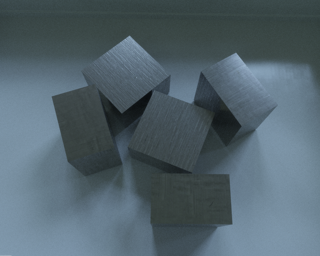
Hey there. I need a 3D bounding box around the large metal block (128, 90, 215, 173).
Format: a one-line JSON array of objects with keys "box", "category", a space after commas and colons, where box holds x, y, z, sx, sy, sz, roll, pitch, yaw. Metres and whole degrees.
[{"box": [0.015, 0.010, 0.391, 0.080, 0.050, 0.080, 21, 71, 7], "category": "large metal block"}]

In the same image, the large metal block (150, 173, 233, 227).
[{"box": [0.031, 0.084, 0.349, 0.081, 0.080, 0.050, 1, 70, 0], "category": "large metal block"}]

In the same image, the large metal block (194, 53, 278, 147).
[{"box": [0.090, -0.033, 0.391, 0.050, 0.080, 0.080, -30, 73, -10], "category": "large metal block"}]

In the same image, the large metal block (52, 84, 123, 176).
[{"box": [-0.085, 0.006, 0.376, 0.050, 0.080, 0.080, -18, 71, -7], "category": "large metal block"}]

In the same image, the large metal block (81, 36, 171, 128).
[{"box": [-0.043, -0.062, 0.417, 0.080, 0.050, 0.080, -40, 75, -14], "category": "large metal block"}]
